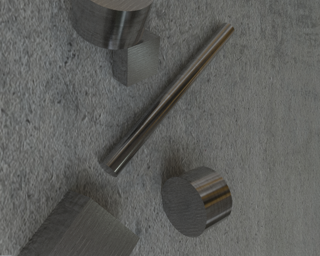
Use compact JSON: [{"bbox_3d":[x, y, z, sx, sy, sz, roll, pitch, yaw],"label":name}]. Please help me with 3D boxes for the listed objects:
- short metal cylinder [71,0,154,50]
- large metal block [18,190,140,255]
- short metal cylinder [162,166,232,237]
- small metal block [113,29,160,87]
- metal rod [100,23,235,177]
[{"bbox_3d":[-0.050,-0.129,0.323,0.081,0.050,0.080,9,57,-14],"label":"short metal cylinder"},{"bbox_3d":[-0.081,0.124,0.322,0.080,0.050,0.080,50,61,-29],"label":"large metal block"},{"bbox_3d":[0.048,0.096,0.412,0.050,0.080,0.079,-14,99,-40],"label":"short metal cylinder"},{"bbox_3d":[-0.028,-0.083,0.368,0.050,0.025,0.050,-32,143,-36],"label":"small metal block"},{"bbox_3d":[0.024,-0.055,0.427,0.301,0.025,0.025,-51,120,-28],"label":"metal rod"}]
